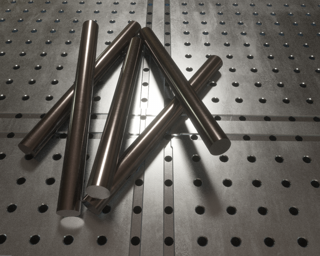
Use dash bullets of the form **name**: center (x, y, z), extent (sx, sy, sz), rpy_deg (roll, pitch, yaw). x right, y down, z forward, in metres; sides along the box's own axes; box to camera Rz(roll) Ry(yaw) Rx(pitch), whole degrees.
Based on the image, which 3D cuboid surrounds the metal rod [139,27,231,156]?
- **metal rod**: center (0.020, -0.073, 0.440), extent (0.025, 0.025, 0.300), rpy_deg (-13, 43, -11)

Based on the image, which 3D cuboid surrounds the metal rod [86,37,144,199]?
- **metal rod**: center (-0.052, -0.039, 0.421), extent (0.025, 0.025, 0.300), rpy_deg (4, 45, 3)

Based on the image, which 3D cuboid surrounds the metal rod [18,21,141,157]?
- **metal rod**: center (-0.104, -0.077, 0.471), extent (0.025, 0.025, 0.301), rpy_deg (19, 52, 14)

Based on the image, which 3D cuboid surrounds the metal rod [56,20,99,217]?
- **metal rod**: center (-0.104, -0.035, 0.411), extent (0.025, 0.025, 0.299), rpy_deg (-2, 57, -2)

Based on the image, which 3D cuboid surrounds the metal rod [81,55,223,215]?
- **metal rod**: center (0.007, -0.011, 0.416), extent (0.025, 0.025, 0.301), rpy_deg (27, 55, 20)
